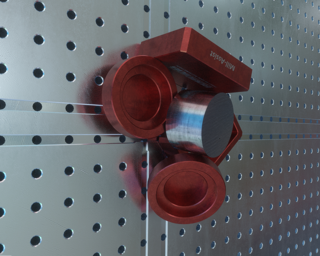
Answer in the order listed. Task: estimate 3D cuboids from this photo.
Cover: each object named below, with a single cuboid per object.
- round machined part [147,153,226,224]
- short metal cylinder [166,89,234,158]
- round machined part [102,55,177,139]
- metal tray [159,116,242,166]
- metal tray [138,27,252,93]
[{"bbox_3d":[0.033,0.074,0.405,0.099,0.042,0.097,-1,115,-2],"label":"round machined part"},{"bbox_3d":[0.052,-0.007,0.390,0.081,0.050,0.079,-17,112,-49],"label":"short metal cylinder"},{"bbox_3d":[-0.028,-0.036,0.377,0.099,0.042,0.097,0,90,-40],"label":"round machined part"},{"bbox_3d":[0.066,0.013,0.463,0.131,0.030,0.090,-44,117,-31],"label":"metal tray"},{"bbox_3d":[0.047,-0.081,0.408,0.131,0.090,0.030,19,78,-39],"label":"metal tray"}]
